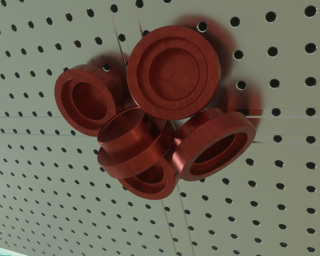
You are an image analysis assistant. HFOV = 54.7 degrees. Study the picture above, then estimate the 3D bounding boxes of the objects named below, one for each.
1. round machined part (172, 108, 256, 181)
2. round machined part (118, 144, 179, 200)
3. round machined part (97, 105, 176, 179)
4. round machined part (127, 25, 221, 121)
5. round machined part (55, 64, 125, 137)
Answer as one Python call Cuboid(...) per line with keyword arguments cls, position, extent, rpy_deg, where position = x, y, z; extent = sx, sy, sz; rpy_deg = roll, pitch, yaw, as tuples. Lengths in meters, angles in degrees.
Cuboid(cls="round machined part", position=(0.056, 0.015, 0.354), extent=(0.042, 0.099, 0.097), rpy_deg=(57, 136, 30))
Cuboid(cls="round machined part", position=(-0.016, 0.051, 0.439), extent=(0.098, 0.042, 0.097), rpy_deg=(13, 124, 20))
Cuboid(cls="round machined part", position=(-0.034, 0.009, 0.365), extent=(0.098, 0.098, 0.042), rpy_deg=(-15, 122, 34))
Cuboid(cls="round machined part", position=(0.017, -0.058, 0.339), extent=(0.098, 0.042, 0.097), rpy_deg=(1, 95, 17))
Cuboid(cls="round machined part", position=(-0.090, -0.040, 0.421), extent=(0.098, 0.042, 0.097), rpy_deg=(13, 124, 20))
